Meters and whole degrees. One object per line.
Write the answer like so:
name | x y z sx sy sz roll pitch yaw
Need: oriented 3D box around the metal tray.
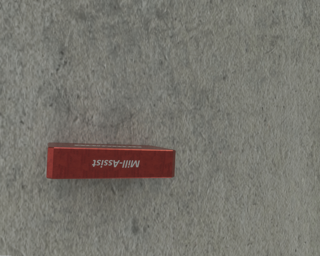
metal tray | -0.059 0.035 0.352 0.131 0.090 0.030 3 89 -20
